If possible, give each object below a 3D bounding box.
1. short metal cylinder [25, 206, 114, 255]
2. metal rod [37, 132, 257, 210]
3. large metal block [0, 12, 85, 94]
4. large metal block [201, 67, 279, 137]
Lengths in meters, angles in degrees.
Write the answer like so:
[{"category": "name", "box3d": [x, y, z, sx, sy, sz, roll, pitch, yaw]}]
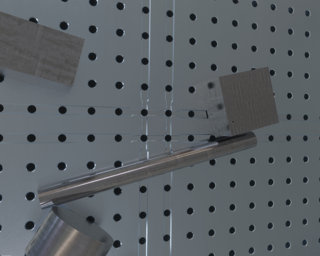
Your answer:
[{"category": "short metal cylinder", "box3d": [-0.099, 0.131, 0.347, 0.080, 0.080, 0.050, 34, 79, -17]}, {"category": "metal rod", "box3d": [-0.001, 0.050, 0.411, 0.302, 0.025, 0.025, -14, 95, -20]}, {"category": "large metal block", "box3d": [-0.132, -0.075, 0.335, 0.081, 0.080, 0.050, 14, 85, -20]}, {"category": "large metal block", "box3d": [0.113, -0.037, 0.441, 0.081, 0.050, 0.080, -15, 95, -20]}]
